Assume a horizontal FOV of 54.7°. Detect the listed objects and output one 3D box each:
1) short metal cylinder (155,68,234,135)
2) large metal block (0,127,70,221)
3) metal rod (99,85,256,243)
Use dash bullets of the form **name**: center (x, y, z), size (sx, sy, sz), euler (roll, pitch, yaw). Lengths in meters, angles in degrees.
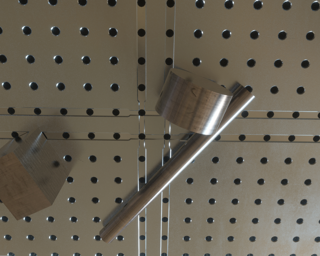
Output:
- **short metal cylinder**: center (0.040, -0.033, 0.373), size (0.080, 0.080, 0.050), euler (20, 109, -8)
- **large metal block**: center (-0.171, 0.057, 0.403), size (0.050, 0.080, 0.080), euler (-25, 109, 8)
- **metal rod**: center (0.016, 0.059, 0.435), size (0.025, 0.025, 0.299), euler (39, 105, -14)
